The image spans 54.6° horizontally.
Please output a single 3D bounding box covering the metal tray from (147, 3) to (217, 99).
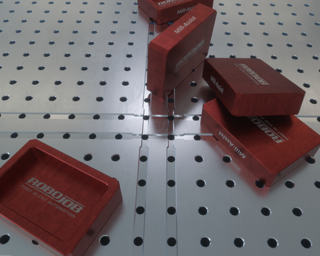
[{"bbox_3d":[0.032,-0.115,0.460,0.030,0.090,0.131,32,57,19],"label":"metal tray"}]

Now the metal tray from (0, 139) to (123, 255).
[{"bbox_3d":[-0.120,0.074,0.341,0.130,0.030,0.090,23,54,18],"label":"metal tray"}]

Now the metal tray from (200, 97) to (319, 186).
[{"bbox_3d":[0.127,0.002,0.404,0.091,0.030,0.130,-27,55,-21],"label":"metal tray"}]

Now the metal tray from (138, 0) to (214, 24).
[{"bbox_3d":[0.031,-0.258,0.621,0.131,0.030,0.090,-24,54,-19],"label":"metal tray"}]

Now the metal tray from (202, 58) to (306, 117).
[{"bbox_3d":[0.120,-0.061,0.423,0.091,0.030,0.130,-2,31,-11],"label":"metal tray"}]
